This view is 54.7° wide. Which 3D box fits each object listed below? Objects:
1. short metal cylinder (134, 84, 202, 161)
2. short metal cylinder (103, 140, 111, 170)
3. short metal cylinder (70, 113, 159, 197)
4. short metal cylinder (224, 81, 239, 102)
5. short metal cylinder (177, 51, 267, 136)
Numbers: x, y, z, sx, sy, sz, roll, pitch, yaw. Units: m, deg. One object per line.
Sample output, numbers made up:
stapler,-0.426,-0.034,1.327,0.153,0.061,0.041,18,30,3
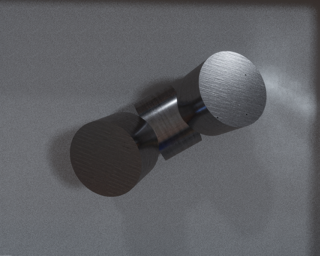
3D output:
short metal cylinder,0.009,-0.007,0.382,0.050,0.080,0.080,-30,90,0
short metal cylinder,-0.048,0.025,0.397,0.081,0.050,0.079,0,90,-1
short metal cylinder,-0.047,0.026,0.332,0.080,0.050,0.079,4,104,18
short metal cylinder,0.067,-0.037,0.398,0.081,0.050,0.079,0,90,-1
short metal cylinder,0.065,-0.035,0.333,0.081,0.050,0.080,5,77,-21
